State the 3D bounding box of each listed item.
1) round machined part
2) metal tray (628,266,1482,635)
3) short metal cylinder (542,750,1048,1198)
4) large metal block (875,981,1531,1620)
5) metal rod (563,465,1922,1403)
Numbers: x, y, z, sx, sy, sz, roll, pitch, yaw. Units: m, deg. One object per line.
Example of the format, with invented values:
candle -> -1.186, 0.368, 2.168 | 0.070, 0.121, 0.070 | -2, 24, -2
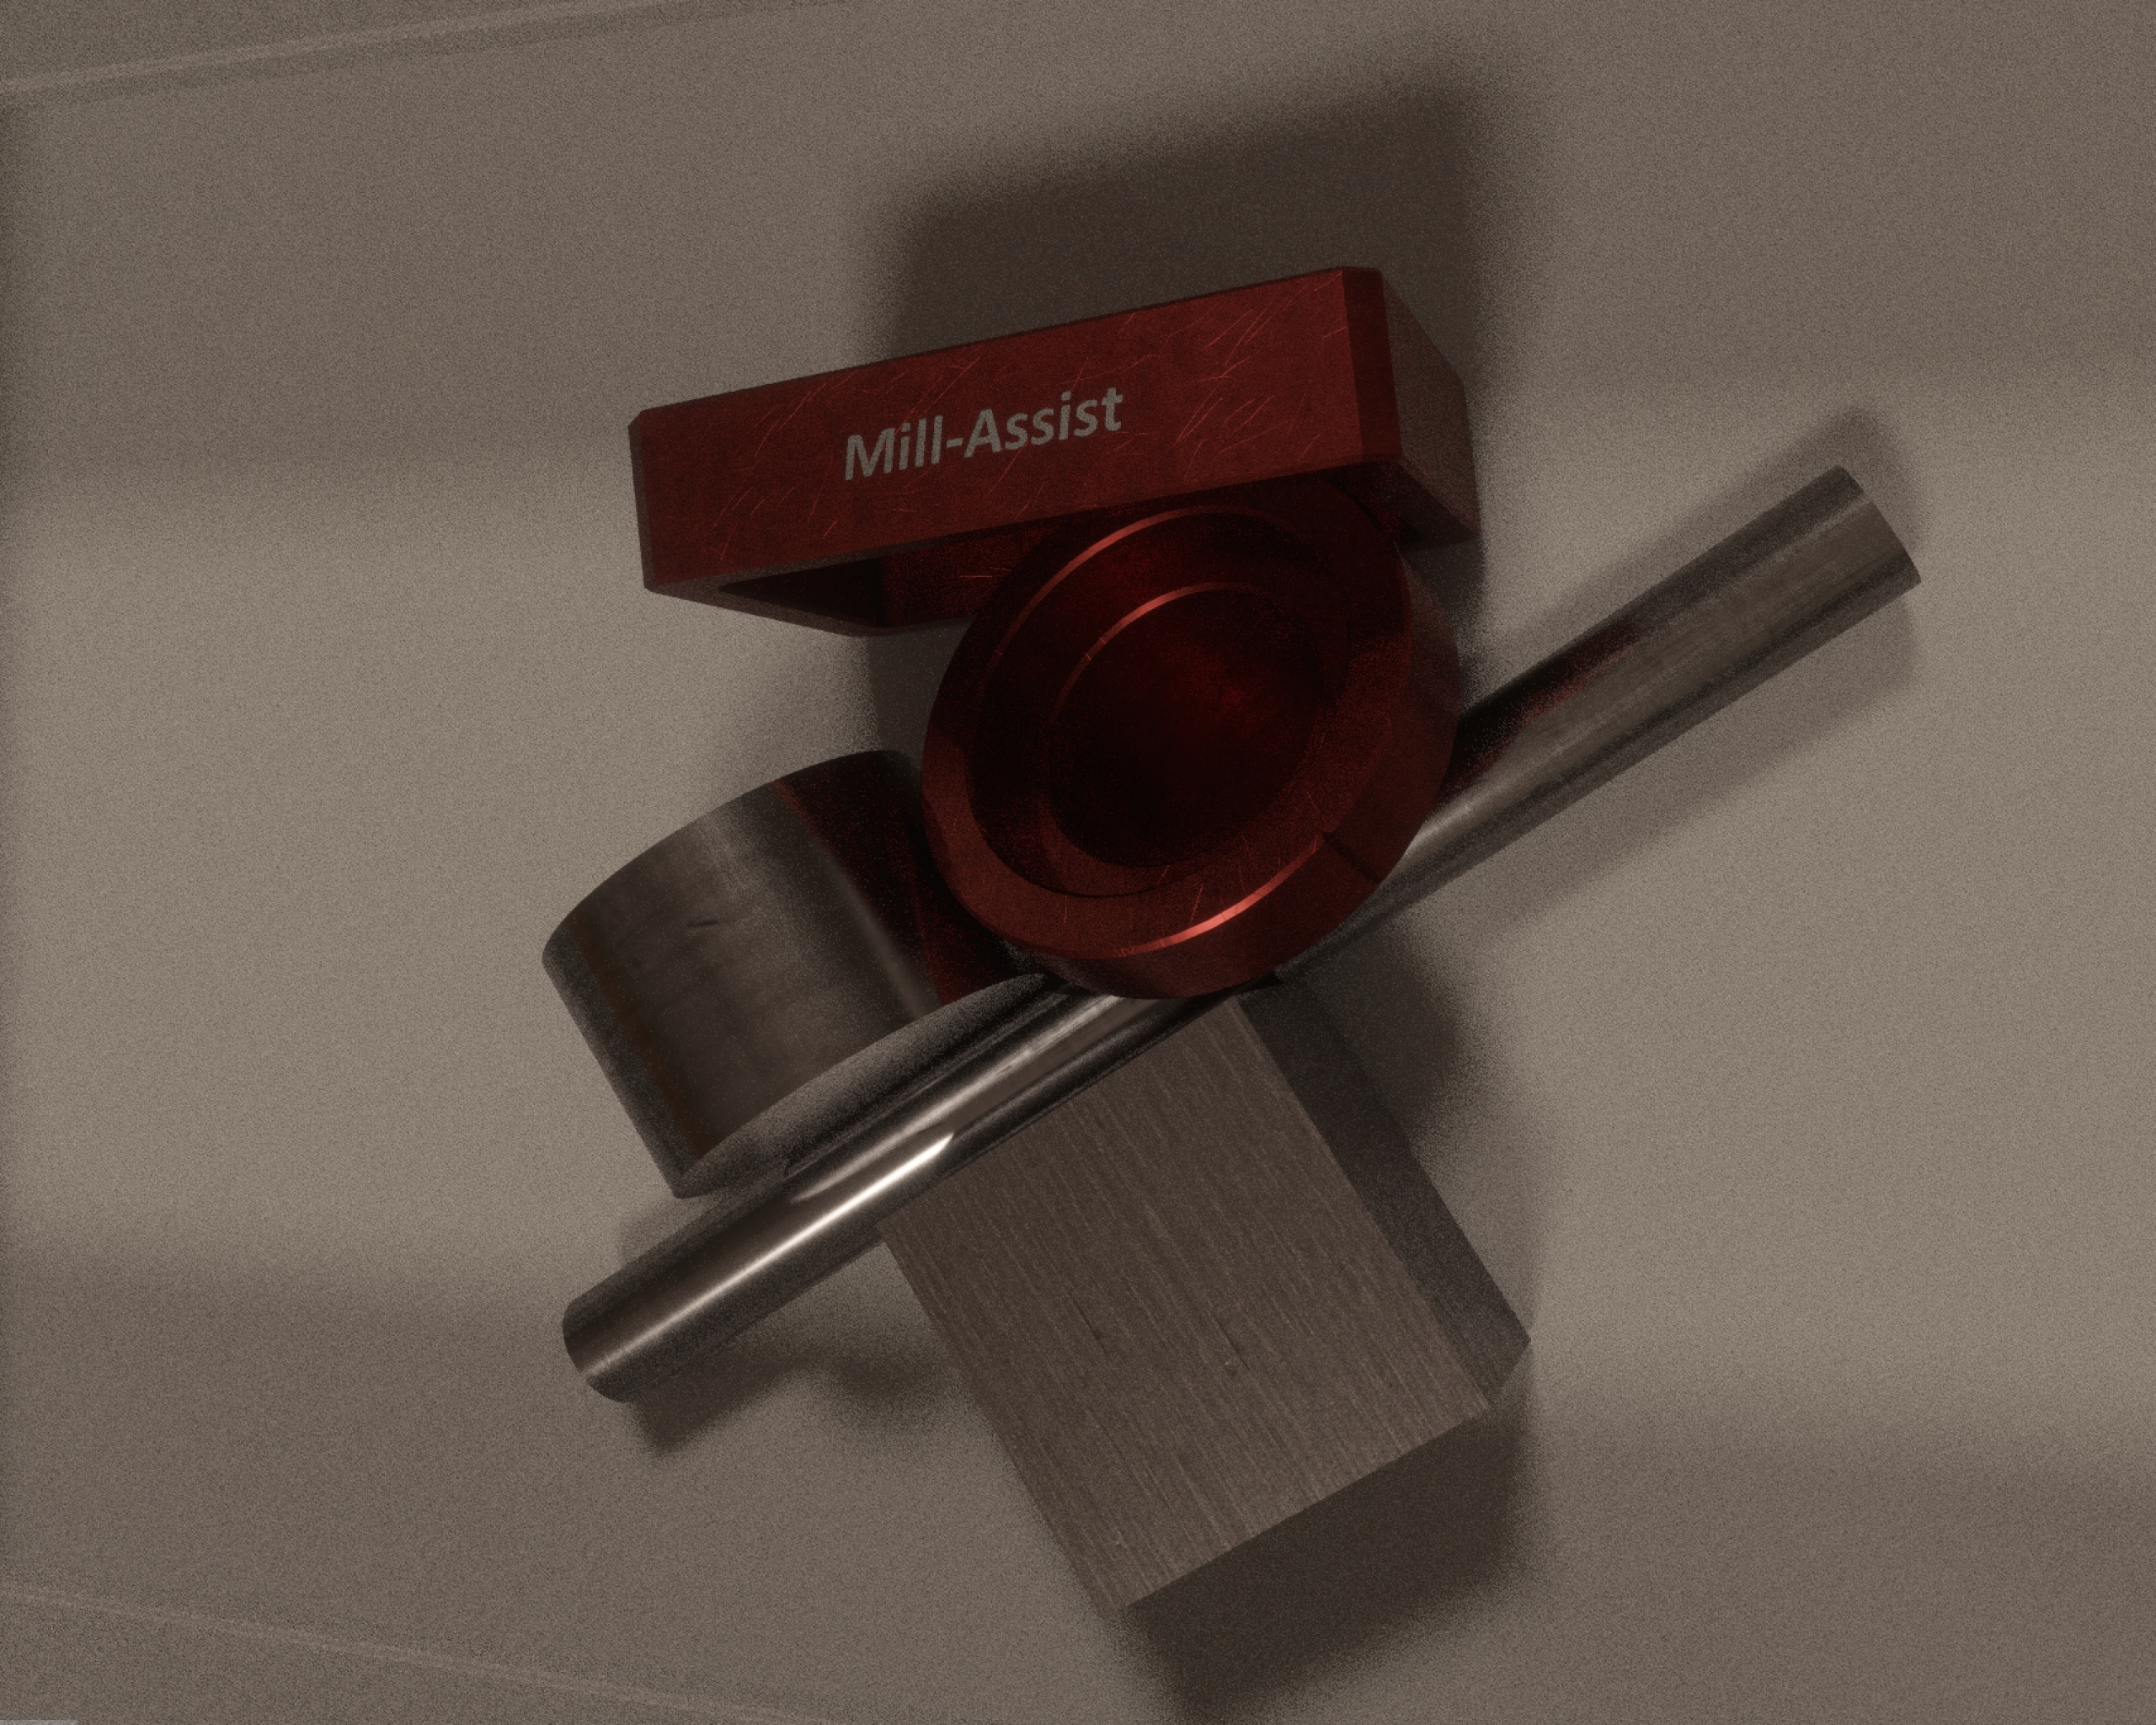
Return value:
round machined part -> 0.024, -0.020, 0.376 | 0.098, 0.042, 0.098 | -17, 57, 28
metal tray -> -0.001, -0.068, 0.373 | 0.130, 0.090, 0.030 | -7, 88, 19
short metal cylinder -> -0.053, 0.022, 0.397 | 0.080, 0.080, 0.050 | -35, 79, 16
large metal block -> 0.024, 0.078, 0.385 | 0.080, 0.050, 0.080 | -34, 79, 16
metal rod -> 0.019, 0.022, 0.401 | 0.300, 0.025, 0.025 | -34, 79, 16
